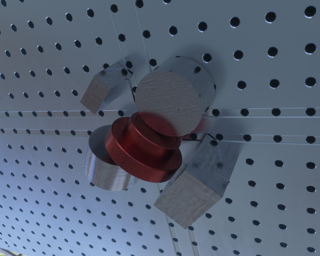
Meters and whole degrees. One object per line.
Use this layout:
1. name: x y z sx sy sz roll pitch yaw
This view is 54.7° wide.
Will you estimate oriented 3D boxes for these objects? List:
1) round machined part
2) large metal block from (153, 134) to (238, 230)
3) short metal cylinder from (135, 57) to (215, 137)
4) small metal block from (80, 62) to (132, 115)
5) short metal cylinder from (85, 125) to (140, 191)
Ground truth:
1. round machined part: -0.014 0.017 0.381 0.098 0.098 0.042 35 117 4
2. large metal block: 0.046 0.067 0.392 0.050 0.080 0.080 37 129 3
3. short metal cylinder: 0.018 -0.037 0.361 0.080 0.050 0.079 13 124 20
4. small metal block: -0.069 -0.051 0.398 0.025 0.050 0.050 41 129 0
5. short metal cylinder: -0.061 0.040 0.431 0.080 0.080 0.050 27 128 10
